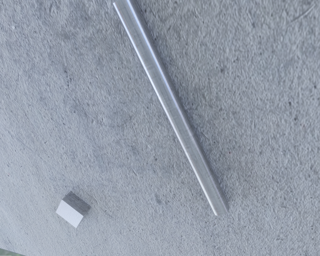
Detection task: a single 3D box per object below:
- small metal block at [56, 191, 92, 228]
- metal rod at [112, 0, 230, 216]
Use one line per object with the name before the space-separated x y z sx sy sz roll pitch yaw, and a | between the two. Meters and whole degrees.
small metal block | -0.165 0.156 0.590 0.050 0.025 0.050 37 129 3
metal rod | 0.022 -0.014 0.386 0.025 0.025 0.299 -14 111 34
